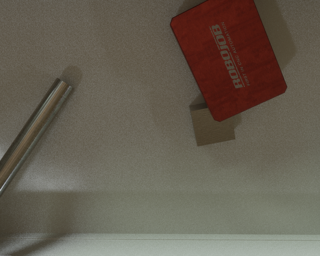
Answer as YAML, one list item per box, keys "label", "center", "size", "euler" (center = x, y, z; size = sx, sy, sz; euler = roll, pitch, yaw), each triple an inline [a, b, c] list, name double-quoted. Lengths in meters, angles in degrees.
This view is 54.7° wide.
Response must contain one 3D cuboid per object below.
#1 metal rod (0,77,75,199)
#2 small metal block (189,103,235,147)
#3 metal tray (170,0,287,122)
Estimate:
- label: "metal rod"
  center: [-0.201, 0.068, 0.384]
  size: [0.025, 0.025, 0.299]
  euler: [34, 87, -12]
- label: "small metal block"
  center: [0.069, -0.008, 0.410]
  size: [0.050, 0.025, 0.050]
  euler: [-11, 110, 4]
- label: "metal tray"
  center: [0.078, -0.083, 0.358]
  size: [0.090, 0.030, 0.129]
  euler: [-25, 104, 8]
